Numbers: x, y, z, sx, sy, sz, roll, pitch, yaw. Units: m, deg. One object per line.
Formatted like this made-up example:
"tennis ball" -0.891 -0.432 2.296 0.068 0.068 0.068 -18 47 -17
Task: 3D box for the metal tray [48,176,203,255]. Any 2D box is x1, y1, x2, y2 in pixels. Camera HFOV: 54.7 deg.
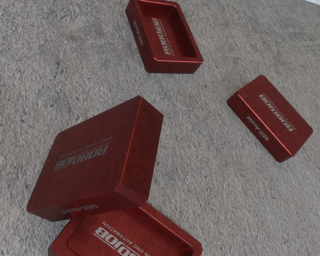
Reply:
"metal tray" -0.030 0.121 0.309 0.130 0.030 0.090 38 51 -3

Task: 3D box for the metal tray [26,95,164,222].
"metal tray" -0.061 0.032 0.283 0.030 0.130 0.090 40 46 -35

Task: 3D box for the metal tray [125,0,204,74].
"metal tray" 0.006 -0.148 0.493 0.091 0.030 0.130 -5 64 -30

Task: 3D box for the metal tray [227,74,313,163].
"metal tray" 0.182 -0.019 0.510 0.091 0.030 0.130 -33 81 -38
